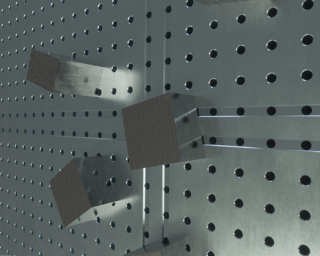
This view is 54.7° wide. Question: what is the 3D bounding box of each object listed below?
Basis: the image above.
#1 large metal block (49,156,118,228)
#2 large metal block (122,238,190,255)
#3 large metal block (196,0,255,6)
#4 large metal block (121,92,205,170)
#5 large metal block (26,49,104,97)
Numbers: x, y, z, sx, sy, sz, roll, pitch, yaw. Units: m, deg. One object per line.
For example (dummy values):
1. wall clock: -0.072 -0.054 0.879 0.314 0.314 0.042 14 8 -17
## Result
1. large metal block: -0.123 0.100 0.492 0.080 0.050 0.080 -40 66 32
2. large metal block: -0.002 0.193 0.393 0.080 0.050 0.080 -27 73 36
3. large metal block: 0.074 -0.183 0.331 0.080 0.050 0.079 11 97 39
4. large metal block: 0.003 0.006 0.389 0.080 0.050 0.080 -15 81 38
5. large metal block: -0.152 -0.088 0.496 0.080 0.081 0.050 25 106 37
